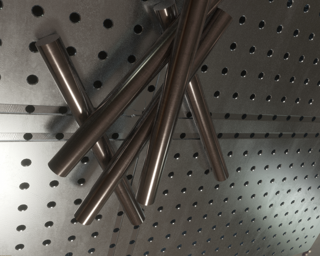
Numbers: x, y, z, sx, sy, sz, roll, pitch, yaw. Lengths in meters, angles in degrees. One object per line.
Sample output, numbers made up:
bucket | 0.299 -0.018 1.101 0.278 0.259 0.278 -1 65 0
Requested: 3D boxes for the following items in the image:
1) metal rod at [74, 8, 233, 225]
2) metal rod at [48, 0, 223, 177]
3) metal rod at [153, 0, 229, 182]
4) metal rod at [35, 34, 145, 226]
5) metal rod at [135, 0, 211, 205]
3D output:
metal rod | -0.014 -0.005 0.367 0.025 0.025 0.299 27 104 -38
metal rod | -0.013 -0.064 0.331 0.300 0.025 0.025 -48 129 5
metal rod | 0.054 -0.026 0.426 0.025 0.025 0.299 -32 129 -8
metal rod | -0.072 0.028 0.390 0.025 0.025 0.299 -27 128 -12
metal rod | 0.015 -0.042 0.327 0.025 0.025 0.298 0 119 -29
